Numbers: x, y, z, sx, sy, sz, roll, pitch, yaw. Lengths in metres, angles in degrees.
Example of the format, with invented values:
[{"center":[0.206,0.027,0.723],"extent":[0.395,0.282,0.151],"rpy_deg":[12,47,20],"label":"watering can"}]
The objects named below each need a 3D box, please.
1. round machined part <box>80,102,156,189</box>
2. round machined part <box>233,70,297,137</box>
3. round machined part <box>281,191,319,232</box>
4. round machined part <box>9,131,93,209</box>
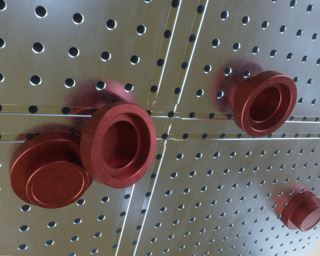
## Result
[{"center":[-0.053,0.018,0.364],"extent":[0.099,0.042,0.097],"rpy_deg":[-9,102,-48],"label":"round machined part"},{"center":[0.148,-0.038,0.456],"extent":[0.099,0.042,0.097],"rpy_deg":[-14,124,-21],"label":"round machined part"},{"center":[0.326,0.193,0.696],"extent":[0.099,0.042,0.097],"rpy_deg":[-14,124,-21],"label":"round machined part"},{"center":[-0.123,0.056,0.367],"extent":[0.099,0.042,0.097],"rpy_deg":[-14,124,-21],"label":"round machined part"}]
